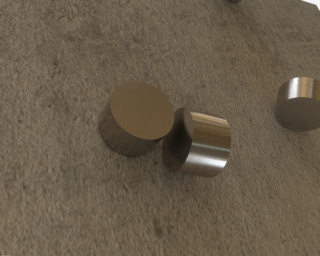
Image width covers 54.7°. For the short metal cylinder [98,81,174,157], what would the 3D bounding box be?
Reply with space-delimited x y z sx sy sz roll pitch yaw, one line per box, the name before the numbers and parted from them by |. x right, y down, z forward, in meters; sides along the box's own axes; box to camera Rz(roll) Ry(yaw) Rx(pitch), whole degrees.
short metal cylinder | -0.030 -0.011 0.380 0.081 0.050 0.080 14 56 -21

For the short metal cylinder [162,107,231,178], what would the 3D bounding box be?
short metal cylinder | 0.043 0.019 0.382 0.050 0.080 0.080 12 57 -22

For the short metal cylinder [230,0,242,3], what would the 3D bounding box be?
short metal cylinder | 0.168 -0.312 0.653 0.081 0.080 0.050 -28 78 -38

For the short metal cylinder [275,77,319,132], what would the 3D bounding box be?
short metal cylinder | 0.240 -0.039 0.525 0.080 0.080 0.050 30 52 -9
